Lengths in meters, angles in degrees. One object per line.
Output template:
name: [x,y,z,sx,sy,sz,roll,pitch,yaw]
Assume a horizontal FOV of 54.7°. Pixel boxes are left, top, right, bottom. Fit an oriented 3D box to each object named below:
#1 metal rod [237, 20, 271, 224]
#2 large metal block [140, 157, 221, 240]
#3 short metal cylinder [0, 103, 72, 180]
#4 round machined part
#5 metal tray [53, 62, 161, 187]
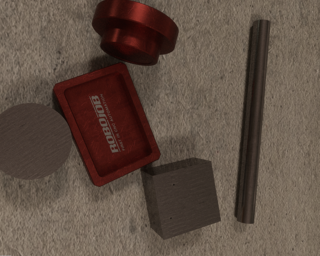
metal rod: [0.140,-0.010,0.462,0.025,0.025,0.298,6,88,-20]
large metal block: [0.026,0.088,0.407,0.081,0.050,0.079,-11,94,-20]
short metal cylinder: [-0.142,0.014,0.344,0.081,0.050,0.079,0,90,-21]
round machined part: [-0.031,-0.104,0.360,0.099,0.098,0.042,16,85,-20]
metal tray: [-0.064,-0.005,0.383,0.091,0.030,0.129,-24,98,-19]
